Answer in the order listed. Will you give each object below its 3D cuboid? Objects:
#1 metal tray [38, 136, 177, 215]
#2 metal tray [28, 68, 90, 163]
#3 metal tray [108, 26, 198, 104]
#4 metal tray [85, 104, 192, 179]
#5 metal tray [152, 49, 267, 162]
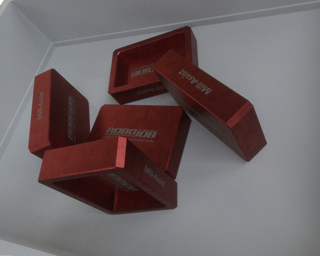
[{"bbox_3d":[-0.046,0.057,0.323,0.090,0.130,0.030,-12,58,21],"label":"metal tray"},{"bbox_3d":[-0.137,-0.009,0.436,0.030,0.090,0.130,-22,54,14],"label":"metal tray"},{"bbox_3d":[-0.010,-0.092,0.461,0.130,0.030,0.090,-12,57,21],"label":"metal tray"},{"bbox_3d":[-0.033,0.015,0.405,0.130,0.030,0.090,4,63,29],"label":"metal tray"},{"bbox_3d":[0.054,-0.026,0.348,0.030,0.090,0.130,-45,51,-2],"label":"metal tray"}]
